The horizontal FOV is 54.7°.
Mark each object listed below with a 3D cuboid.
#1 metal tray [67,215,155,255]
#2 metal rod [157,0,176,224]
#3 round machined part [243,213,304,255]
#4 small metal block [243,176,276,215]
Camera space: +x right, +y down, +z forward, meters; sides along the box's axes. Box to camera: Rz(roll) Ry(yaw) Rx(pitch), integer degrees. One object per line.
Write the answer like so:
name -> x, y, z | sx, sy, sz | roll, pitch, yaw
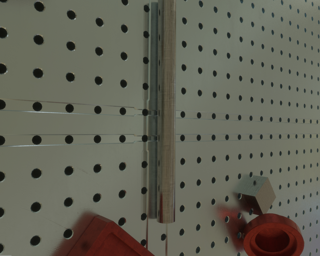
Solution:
metal tray -> -0.051, 0.177, 0.365 | 0.130, 0.030, 0.090 | 50, 60, -28
metal rod -> 0.009, -0.024, 0.418 | 0.025, 0.025, 0.298 | 0, 90, -40
round machined part -> 0.195, 0.189, 0.542 | 0.042, 0.098, 0.098 | -69, 138, -64
small metal block -> 0.183, 0.124, 0.566 | 0.050, 0.025, 0.050 | -43, 116, -32
